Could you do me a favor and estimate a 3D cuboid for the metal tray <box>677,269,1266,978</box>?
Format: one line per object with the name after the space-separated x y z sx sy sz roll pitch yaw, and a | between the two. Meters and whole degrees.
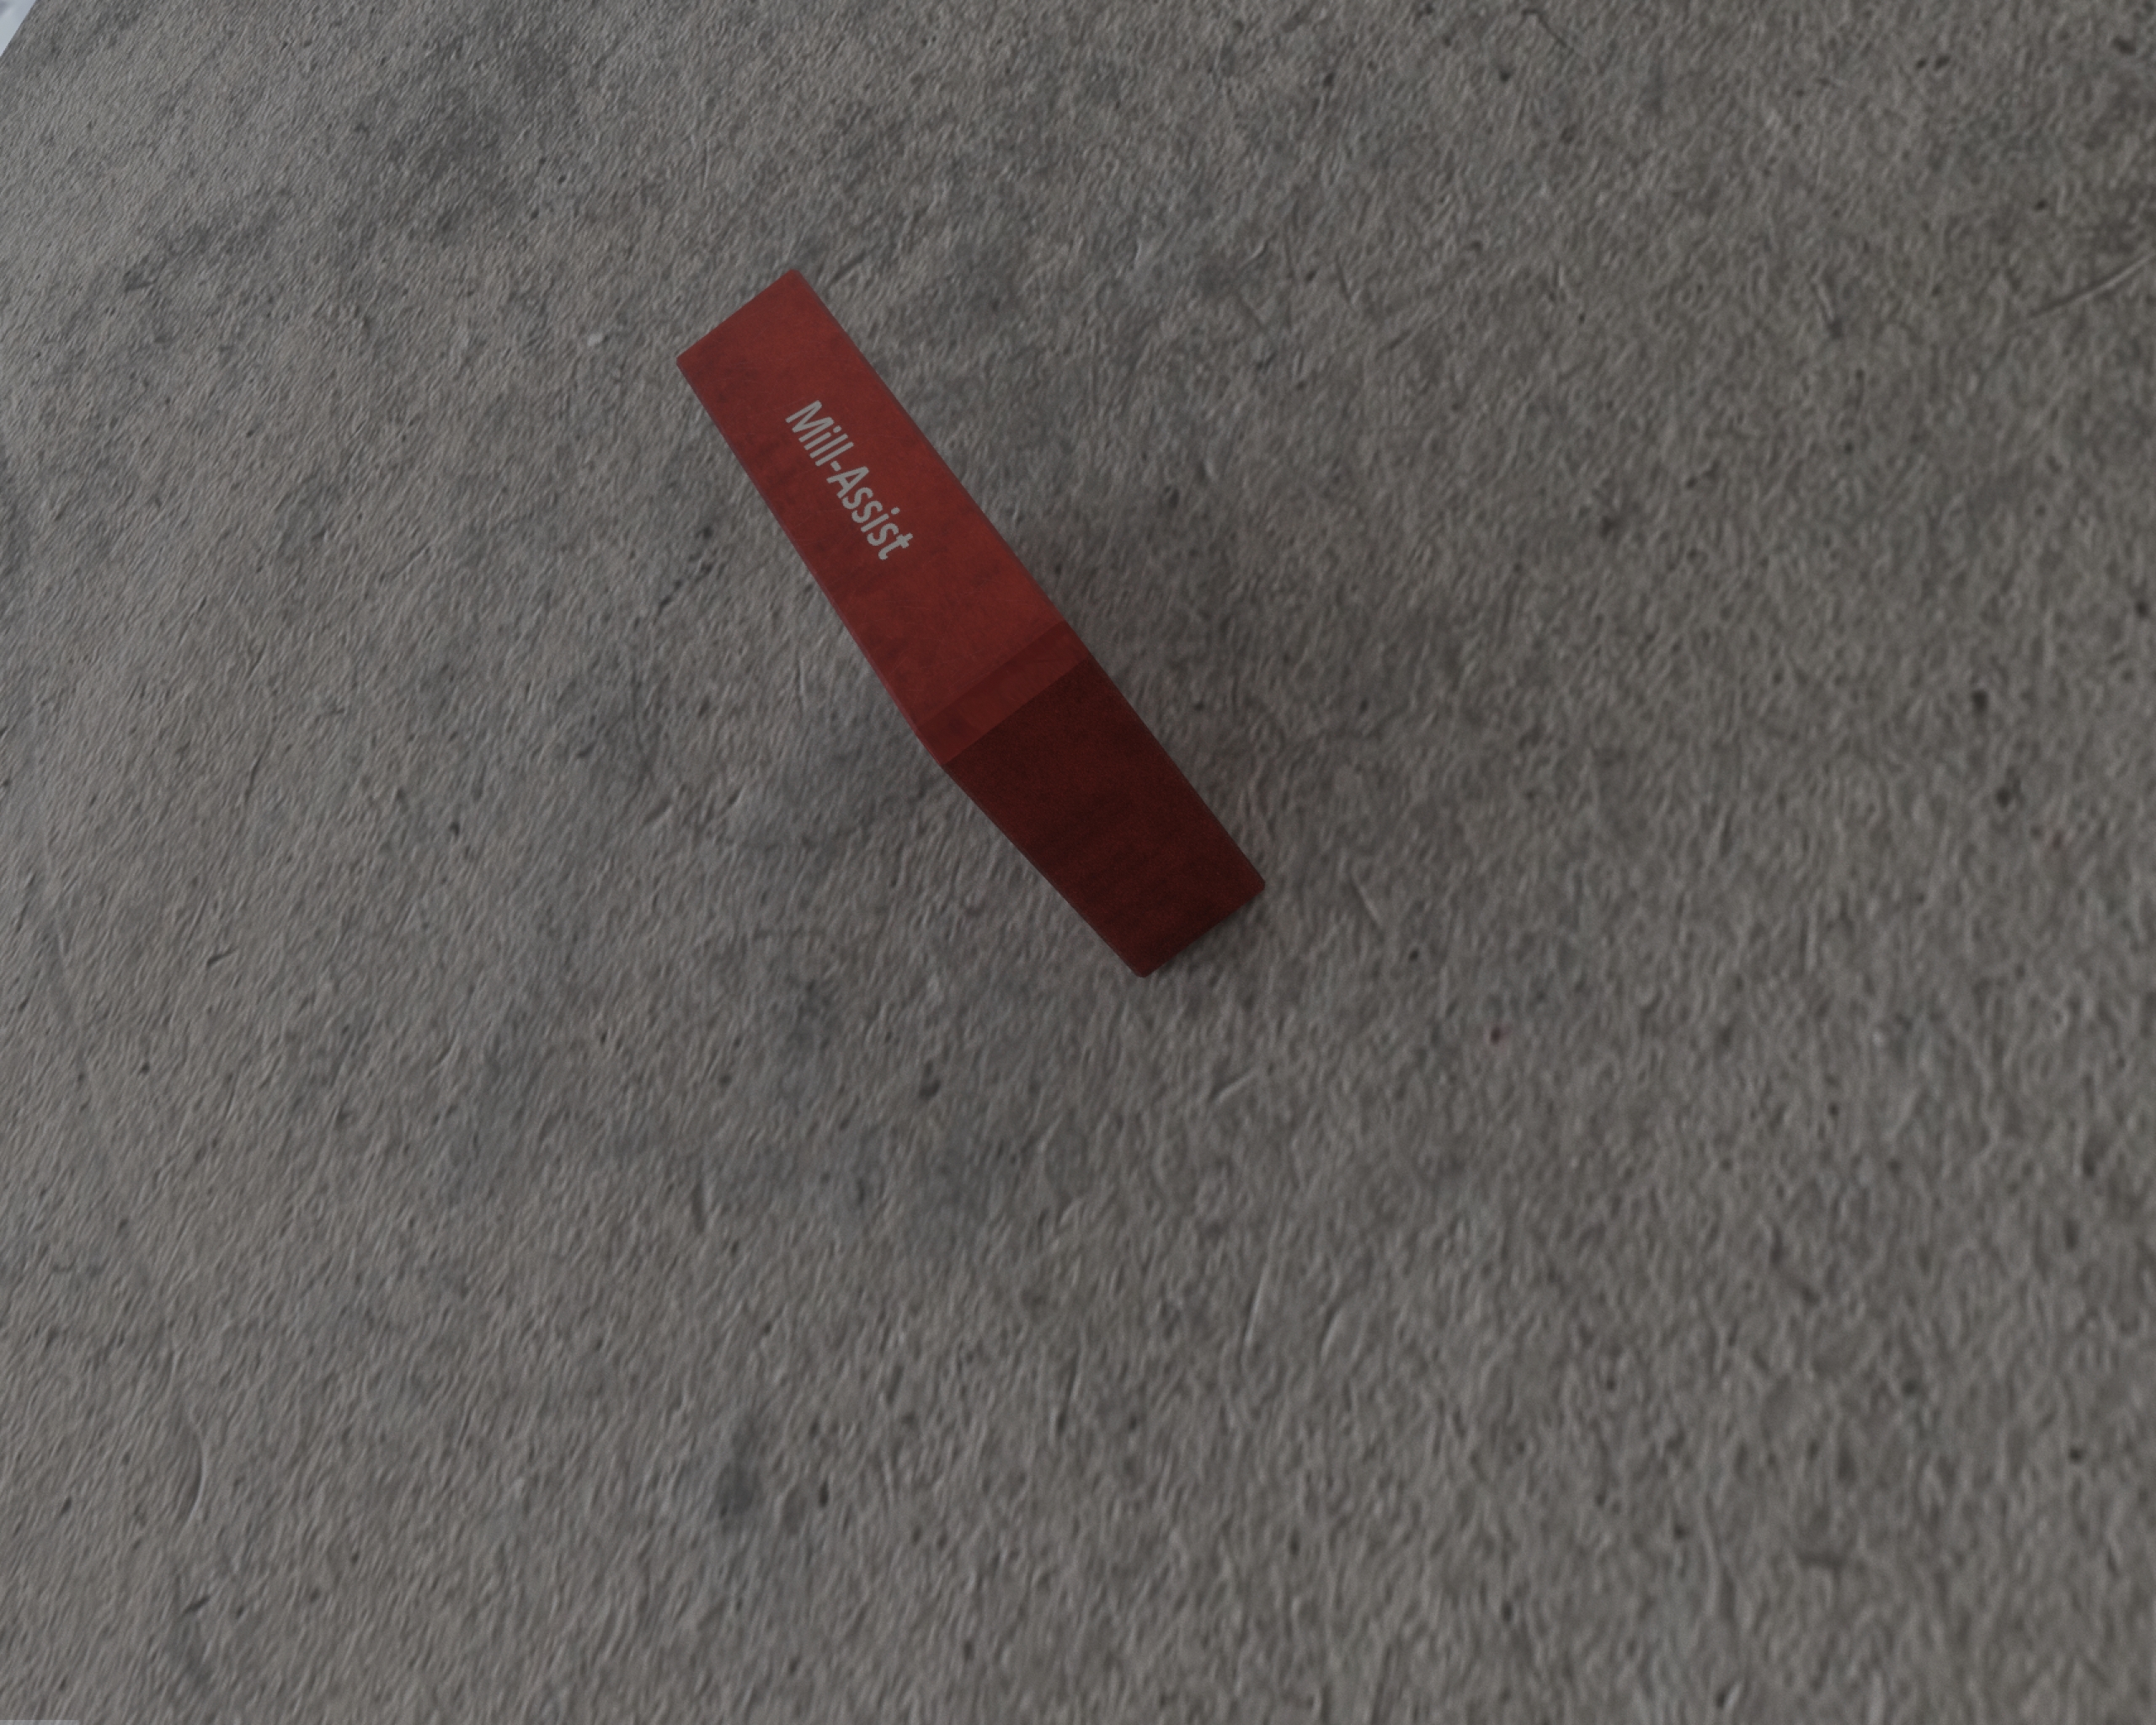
-0.021 -0.047 0.403 0.030 0.090 0.130 -37 51 4 | metal tray
